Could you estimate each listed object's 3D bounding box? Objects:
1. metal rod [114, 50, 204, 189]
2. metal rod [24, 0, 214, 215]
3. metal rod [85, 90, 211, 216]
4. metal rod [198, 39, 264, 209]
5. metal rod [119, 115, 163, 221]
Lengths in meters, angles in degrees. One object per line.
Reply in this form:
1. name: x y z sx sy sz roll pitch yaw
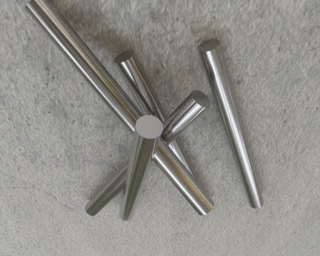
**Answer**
1. metal rod: 0.018 0.026 0.430 0.025 0.025 0.299 -18 128 14
2. metal rod: -0.032 -0.012 0.346 0.025 0.025 0.300 -31 109 23
3. metal rod: -0.035 0.052 0.428 0.025 0.025 0.298 25 133 -21
4. metal rod: 0.106 0.017 0.423 0.025 0.025 0.299 -17 129 13
5. metal rod: -0.034 0.073 0.407 0.025 0.025 0.298 7 149 -7
